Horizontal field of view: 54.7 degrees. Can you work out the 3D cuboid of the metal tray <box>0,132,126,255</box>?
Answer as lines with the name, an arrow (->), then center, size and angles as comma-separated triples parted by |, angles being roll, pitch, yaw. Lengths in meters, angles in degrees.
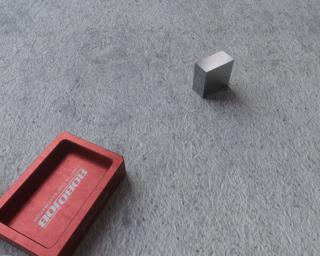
metal tray -> -0.108, 0.072, 0.338 | 0.090, 0.030, 0.130 | 21, 53, 16

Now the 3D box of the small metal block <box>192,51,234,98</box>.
small metal block -> 0.077, -0.078, 0.453 | 0.050, 0.050, 0.025 | -27, 55, -21
